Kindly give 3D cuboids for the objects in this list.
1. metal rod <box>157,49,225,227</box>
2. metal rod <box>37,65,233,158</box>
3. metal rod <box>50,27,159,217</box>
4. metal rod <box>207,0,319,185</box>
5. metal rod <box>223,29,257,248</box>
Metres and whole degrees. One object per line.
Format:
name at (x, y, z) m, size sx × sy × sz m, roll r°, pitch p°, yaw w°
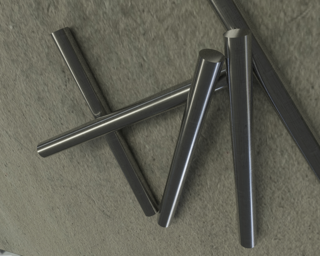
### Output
metal rod at (0.028, 0.039, 0.392) m, size 0.025 × 0.025 × 0.298 m, roll 24°, pitch 134°, yaw 13°
metal rod at (-0.047, -0.013, 0.396) m, size 0.300 × 0.025 × 0.025 m, roll -20°, pitch 108°, yaw 27°
metal rod at (-0.071, 0.004, 0.444) m, size 0.025 × 0.025 × 0.299 m, roll -11°, pitch 113°, yaw 32°
metal rod at (0.113, -0.049, 0.316) m, size 0.025 × 0.025 × 0.299 m, roll -27°, pitch 104°, yaw 37°
metal rod at (0.097, 0.037, 0.360) m, size 0.025 × 0.025 × 0.298 m, roll 5°, pitch 126°, yaw 25°
